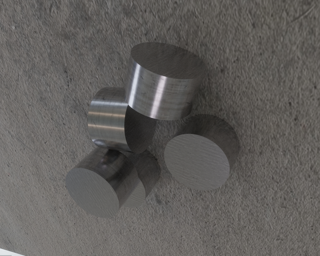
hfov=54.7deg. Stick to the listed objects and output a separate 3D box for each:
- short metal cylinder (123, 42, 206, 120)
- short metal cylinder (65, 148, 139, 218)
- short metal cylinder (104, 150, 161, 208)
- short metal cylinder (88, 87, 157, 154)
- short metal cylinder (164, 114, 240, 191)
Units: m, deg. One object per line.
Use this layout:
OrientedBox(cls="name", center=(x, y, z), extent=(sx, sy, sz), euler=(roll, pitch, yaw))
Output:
OrientedBox(cls="short metal cylinder", center=(0.004, -0.052, 0.337), extent=(0.080, 0.080, 0.050), euler=(25, 128, 12))
OrientedBox(cls="short metal cylinder", center=(-0.076, 0.071, 0.410), extent=(0.080, 0.050, 0.079), euler=(13, 124, 21))
OrientedBox(cls="short metal cylinder", center=(-0.046, 0.070, 0.458), extent=(0.080, 0.050, 0.079), euler=(13, 124, 21))
OrientedBox(cls="short metal cylinder", center=(-0.045, -0.011, 0.388), extent=(0.050, 0.080, 0.079), euler=(6, 121, 25))
OrientedBox(cls="short metal cylinder", center=(0.052, 0.030, 0.381), extent=(0.080, 0.050, 0.079), euler=(13, 124, 21))
